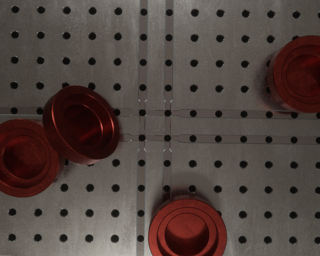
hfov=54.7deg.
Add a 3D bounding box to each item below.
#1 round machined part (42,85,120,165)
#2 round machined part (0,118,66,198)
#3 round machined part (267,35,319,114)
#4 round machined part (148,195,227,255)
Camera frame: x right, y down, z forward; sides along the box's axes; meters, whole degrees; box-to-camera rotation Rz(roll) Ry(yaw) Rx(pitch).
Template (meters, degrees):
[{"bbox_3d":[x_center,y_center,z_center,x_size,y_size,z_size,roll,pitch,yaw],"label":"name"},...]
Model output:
[{"bbox_3d":[-0.101,0.000,0.385,0.042,0.099,0.098,-28,90,33],"label":"round machined part"},{"bbox_3d":[-0.170,0.036,0.400,0.099,0.042,0.097,0,93,4],"label":"round machined part"},{"bbox_3d":[0.190,-0.067,0.407,0.099,0.042,0.097,0,90,-1],"label":"round machined part"},{"bbox_3d":[0.034,0.136,0.405,0.099,0.042,0.097,0,90,-1],"label":"round machined part"}]
